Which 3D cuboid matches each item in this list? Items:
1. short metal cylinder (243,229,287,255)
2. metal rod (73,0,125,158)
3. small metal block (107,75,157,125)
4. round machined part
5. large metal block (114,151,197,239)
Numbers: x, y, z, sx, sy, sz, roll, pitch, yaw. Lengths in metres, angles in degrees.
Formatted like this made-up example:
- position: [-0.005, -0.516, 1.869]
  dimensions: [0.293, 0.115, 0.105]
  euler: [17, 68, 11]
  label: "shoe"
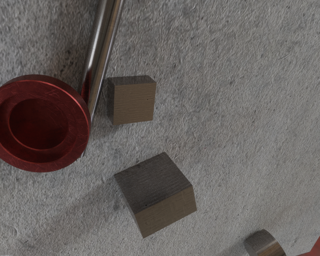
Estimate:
- position: [0.225, 0.266, 0.662]
  dimensions: [0.050, 0.080, 0.080]
  euler: [-30, 129, -9]
  label: "short metal cylinder"
- position: [-0.056, -0.101, 0.314]
  dimensions: [0.025, 0.025, 0.298]
  euler: [5, 116, -31]
  label: "metal rod"
- position: [-0.034, -0.034, 0.368]
  dimensions: [0.050, 0.025, 0.050]
  euler: [-8, 122, -25]
  label: "small metal block"
- position: [-0.120, -0.007, 0.314]
  dimensions: [0.099, 0.042, 0.097]
  euler: [-3, 115, -5]
  label: "round machined part"
- position: [-0.007, 0.088, 0.424]
  dimensions: [0.081, 0.080, 0.050]
  euler: [-24, 127, -15]
  label: "large metal block"
